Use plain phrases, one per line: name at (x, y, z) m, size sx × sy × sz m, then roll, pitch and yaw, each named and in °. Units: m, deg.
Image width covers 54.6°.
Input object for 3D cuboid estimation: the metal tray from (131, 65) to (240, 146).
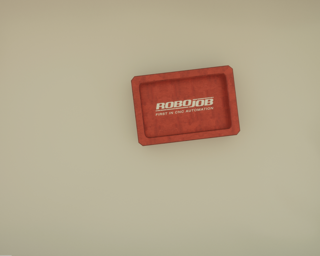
metal tray at (0.033, -0.029, 0.408) m, size 0.131 × 0.030 × 0.090 m, roll -7°, pitch 90°, yaw 0°
